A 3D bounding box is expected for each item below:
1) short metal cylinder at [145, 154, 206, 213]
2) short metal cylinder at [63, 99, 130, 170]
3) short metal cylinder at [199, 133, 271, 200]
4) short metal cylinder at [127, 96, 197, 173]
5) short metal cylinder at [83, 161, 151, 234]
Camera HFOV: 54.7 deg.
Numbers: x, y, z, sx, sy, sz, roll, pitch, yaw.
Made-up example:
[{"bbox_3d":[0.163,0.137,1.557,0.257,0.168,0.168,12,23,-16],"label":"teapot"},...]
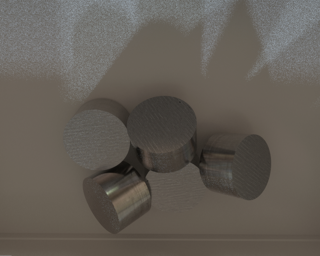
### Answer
[{"bbox_3d":[0.019,0.067,0.421,0.081,0.050,0.079,0,110,-1],"label":"short metal cylinder"},{"bbox_3d":[-0.077,0.007,0.397,0.081,0.050,0.079,0,110,-1],"label":"short metal cylinder"},{"bbox_3d":[0.096,0.047,0.393,0.081,0.050,0.079,-2,93,-39],"label":"short metal cylinder"},{"bbox_3d":[0.004,0.008,0.375,0.080,0.080,0.050,-8,146,2],"label":"short metal cylinder"},{"bbox_3d":[-0.057,0.089,0.405,0.050,0.080,0.079,-27,115,-36],"label":"short metal cylinder"}]
